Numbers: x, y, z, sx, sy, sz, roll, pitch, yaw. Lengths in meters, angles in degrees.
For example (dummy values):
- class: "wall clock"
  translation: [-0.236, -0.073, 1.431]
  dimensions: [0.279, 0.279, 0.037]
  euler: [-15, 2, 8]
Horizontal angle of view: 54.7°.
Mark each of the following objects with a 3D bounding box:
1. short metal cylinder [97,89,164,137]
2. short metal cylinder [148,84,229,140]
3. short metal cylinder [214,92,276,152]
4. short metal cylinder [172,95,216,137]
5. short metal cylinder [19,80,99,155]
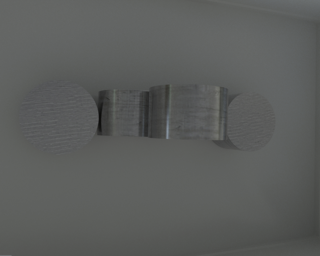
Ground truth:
- class: "short metal cylinder"
  translation: [-0.033, -0.016, 0.367]
  dimensions: [0.081, 0.080, 0.050]
  euler: [2, 89, -20]
- class: "short metal cylinder"
  translation: [0.028, -0.014, 0.317]
  dimensions: [0.081, 0.080, 0.050]
  euler: [2, 89, -20]
- class: "short metal cylinder"
  translation: [0.113, -0.008, 0.437]
  dimensions: [0.081, 0.050, 0.080]
  euler: [0, 90, -20]
- class: "short metal cylinder"
  translation: [0.043, -0.013, 0.395]
  dimensions: [0.081, 0.080, 0.050]
  euler: [2, 89, -20]
- class: "short metal cylinder"
  translation: [-0.114, -0.011, 0.353]
  dimensions: [0.081, 0.050, 0.080]
  euler: [0, 90, -20]
